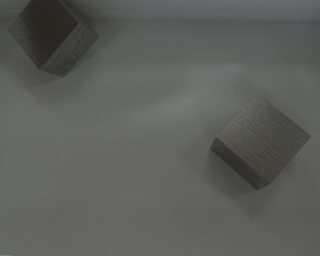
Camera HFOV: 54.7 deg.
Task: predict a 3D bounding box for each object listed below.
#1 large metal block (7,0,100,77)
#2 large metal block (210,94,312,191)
[{"bbox_3d":[-0.146,-0.131,0.427,0.080,0.050,0.080,-45,75,12],"label":"large metal block"},{"bbox_3d":[0.123,0.018,0.390,0.080,0.050,0.080,43,75,14],"label":"large metal block"}]
